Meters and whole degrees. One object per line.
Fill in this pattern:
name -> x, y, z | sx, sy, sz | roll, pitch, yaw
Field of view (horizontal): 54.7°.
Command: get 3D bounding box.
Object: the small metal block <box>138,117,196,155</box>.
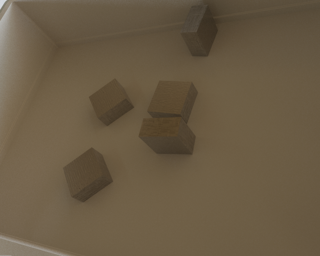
small metal block -> 0.010, 0.010, 0.378 | 0.050, 0.050, 0.025 | -1, 61, 27

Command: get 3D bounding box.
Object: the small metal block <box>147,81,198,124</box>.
small metal block -> 0.017, -0.036, 0.419 | 0.050, 0.025, 0.050 | 7, 65, 31

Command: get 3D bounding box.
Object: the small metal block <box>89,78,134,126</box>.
small metal block -> -0.074, -0.039, 0.469 | 0.050, 0.025, 0.050 | -35, 51, 5

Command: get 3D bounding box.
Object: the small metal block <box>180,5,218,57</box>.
small metal block -> 0.057, -0.139, 0.445 | 0.025, 0.050, 0.050 | 9, 67, 32

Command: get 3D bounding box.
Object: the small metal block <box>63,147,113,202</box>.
small metal block -> -0.098, 0.063, 0.419 | 0.050, 0.025, 0.050 | -35, 51, 4
